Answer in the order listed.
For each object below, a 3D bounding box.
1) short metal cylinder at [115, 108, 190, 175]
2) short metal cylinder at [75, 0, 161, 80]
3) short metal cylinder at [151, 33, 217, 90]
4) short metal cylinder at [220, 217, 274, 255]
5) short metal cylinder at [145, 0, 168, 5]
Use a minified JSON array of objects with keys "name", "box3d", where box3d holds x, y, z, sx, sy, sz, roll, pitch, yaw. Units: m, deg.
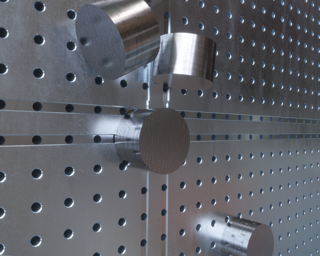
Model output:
[{"name":"short metal cylinder","box3d":[-0.009,0.015,0.388,0.081,0.050,0.079,0,90,-40]},{"name":"short metal cylinder","box3d":[-0.046,-0.099,0.336,0.050,0.080,0.080,-35,112,-35]},{"name":"short metal cylinder","box3d":[0.031,-0.083,0.402,0.081,0.080,0.050,11,83,-40]},{"name":"short metal cylinder","box3d":[0.147,0.196,0.520,0.081,0.050,0.079,0,90,-40]},{"name":"short metal cylinder","box3d":[0.000,-0.205,0.394,0.081,0.050,0.079,0,90,-40]}]
